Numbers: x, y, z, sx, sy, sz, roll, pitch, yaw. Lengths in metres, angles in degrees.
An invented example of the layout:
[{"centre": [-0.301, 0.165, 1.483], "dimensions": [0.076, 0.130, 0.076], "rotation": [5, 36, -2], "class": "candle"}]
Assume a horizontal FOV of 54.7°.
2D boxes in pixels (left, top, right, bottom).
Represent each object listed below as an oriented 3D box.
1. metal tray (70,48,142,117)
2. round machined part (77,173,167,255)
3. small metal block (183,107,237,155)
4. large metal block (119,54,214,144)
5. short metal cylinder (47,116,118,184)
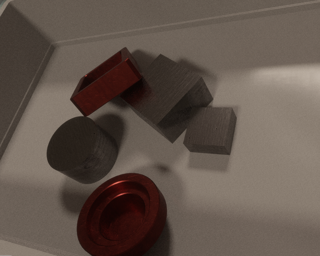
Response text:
[{"centre": [-0.075, -0.071, 0.444], "dimensions": [0.090, 0.030, 0.130], "rotation": [-34, 22, 6], "class": "metal tray"}, {"centre": [-0.038, 0.102, 0.342], "dimensions": [0.098, 0.042, 0.098], "rotation": [-16, 42, 15], "class": "round machined part"}, {"centre": [0.061, 0.003, 0.371], "dimensions": [0.050, 0.025, 0.050], "rotation": [2, 63, 29], "class": "small metal block"}, {"centre": [0.008, -0.040, 0.409], "dimensions": [0.080, 0.050, 0.080], "rotation": [-47, 52, -5], "class": "large metal block"}, {"centre": [-0.105, 0.031, 0.424], "dimensions": [0.080, 0.050, 0.080], "rotation": [-13, 56, 20], "class": "short metal cylinder"}]
